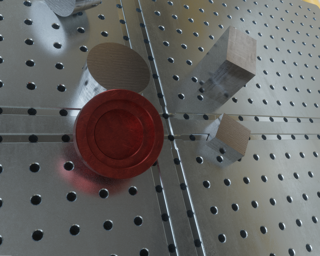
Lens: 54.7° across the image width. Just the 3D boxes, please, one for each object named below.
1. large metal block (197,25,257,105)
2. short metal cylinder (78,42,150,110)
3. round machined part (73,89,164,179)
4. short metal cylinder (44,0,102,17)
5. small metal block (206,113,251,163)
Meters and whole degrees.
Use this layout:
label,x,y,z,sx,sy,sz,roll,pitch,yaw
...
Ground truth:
label,x,y,z,sx,sy,sz,roll,pitch,yaw
large metal block,0.105,-0.098,0.489,0.050,0.080,0.080,24,53,-14
short metal cylinder,-0.060,-0.062,0.398,0.081,0.050,0.080,14,56,-21
round machined part,-0.049,0.008,0.352,0.099,0.042,0.097,3,83,-24
short metal cylinder,-0.125,-0.202,0.429,0.080,0.080,0.050,47,51,5
small metal block,0.101,0.014,0.454,0.050,0.025,0.050,33,51,-7
